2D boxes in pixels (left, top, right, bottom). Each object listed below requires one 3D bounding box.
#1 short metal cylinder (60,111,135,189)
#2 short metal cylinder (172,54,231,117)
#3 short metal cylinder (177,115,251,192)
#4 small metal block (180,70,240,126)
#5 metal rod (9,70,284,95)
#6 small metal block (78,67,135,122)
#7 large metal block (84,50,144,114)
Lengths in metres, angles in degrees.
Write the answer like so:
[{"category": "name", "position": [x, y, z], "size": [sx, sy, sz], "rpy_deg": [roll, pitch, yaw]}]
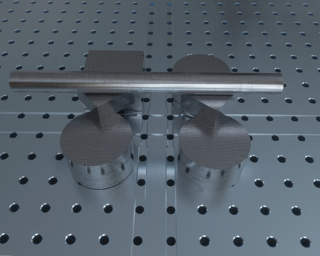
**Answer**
[{"category": "short metal cylinder", "position": [-0.072, 0.025, 0.369], "size": [0.080, 0.050, 0.080], "rpy_deg": [0, 50, 0]}, {"category": "short metal cylinder", "position": [0.057, -0.061, 0.443], "size": [0.080, 0.050, 0.080], "rpy_deg": [0, 50, 0]}, {"category": "short metal cylinder", "position": [0.062, 0.028, 0.368], "size": [0.080, 0.050, 0.080], "rpy_deg": [0, 50, 0]}, {"category": "small metal block", "position": [0.061, -0.038, 0.375], "size": [0.050, 0.025, 0.050], "rpy_deg": [33, 57, 24]}, {"category": "metal rod", "position": [-0.015, -0.051, 0.353], "size": [0.302, 0.025, 0.025], "rpy_deg": [1, 50, 0]}, {"category": "small metal block", "position": [-0.067, -0.042, 0.378], "size": [0.050, 0.025, 0.050], "rpy_deg": [-33, 57, -25]}, {"category": "large metal block", "position": [-0.065, -0.067, 0.446], "size": [0.080, 0.050, 0.080], "rpy_deg": [1, 50, 1]}]
